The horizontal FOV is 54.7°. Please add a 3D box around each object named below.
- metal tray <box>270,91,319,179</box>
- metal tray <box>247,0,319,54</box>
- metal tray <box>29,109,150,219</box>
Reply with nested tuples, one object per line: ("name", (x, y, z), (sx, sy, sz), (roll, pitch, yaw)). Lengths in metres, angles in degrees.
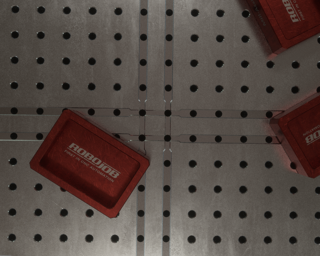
("metal tray", (0.228, -0.003, 0.413), (0.130, 0.030, 0.090), (-30, 90, -1))
("metal tray", (0.170, -0.177, 0.412), (0.090, 0.030, 0.130), (-27, 90, -1))
("metal tray", (-0.090, 0.046, 0.409), (0.130, 0.030, 0.090), (33, 90, -1))
